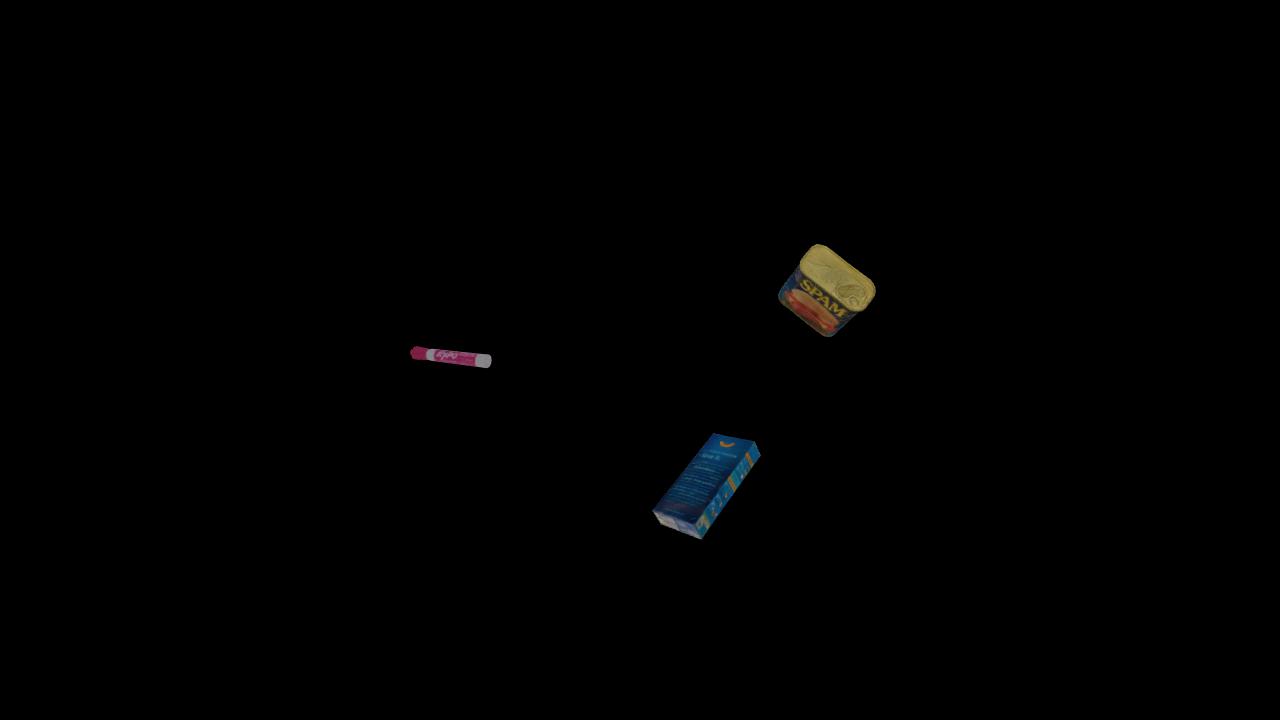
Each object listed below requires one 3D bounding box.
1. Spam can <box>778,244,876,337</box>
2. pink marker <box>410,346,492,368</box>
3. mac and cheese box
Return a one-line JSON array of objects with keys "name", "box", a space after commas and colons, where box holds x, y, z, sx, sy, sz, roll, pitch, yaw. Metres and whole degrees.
[{"name": "Spam can", "box": [0.243, -0.089, 0.812, 0.101, 0.058, 0.085, 41, -23, 8]}, {"name": "pink marker", "box": [-0.262, -0.004, 0.844, 0.121, 0.020, 0.020, 6, 2, 16]}, {"name": "mac and cheese box", "box": [0.110, 0.200, 1.002, 0.093, 0.041, 0.184, 4, 41, 47]}]
